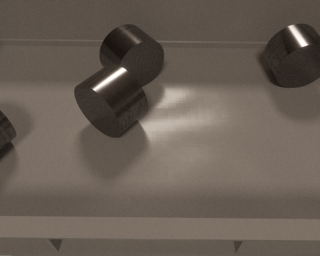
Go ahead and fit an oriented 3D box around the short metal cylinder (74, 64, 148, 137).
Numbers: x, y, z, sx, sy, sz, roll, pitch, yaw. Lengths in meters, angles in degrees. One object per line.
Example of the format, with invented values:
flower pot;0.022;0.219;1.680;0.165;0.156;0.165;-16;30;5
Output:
short metal cylinder;-0.063;-0.035;0.398;0.080;0.080;0.050;32;57;23

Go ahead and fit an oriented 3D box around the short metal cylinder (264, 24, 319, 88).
short metal cylinder;0.204;-0.106;0.461;0.081;0.080;0.050;-5;51;-5

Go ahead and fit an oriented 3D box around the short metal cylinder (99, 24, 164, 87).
short metal cylinder;-0.041;-0.104;0.456;0.081;0.080;0.050;-30;57;-23

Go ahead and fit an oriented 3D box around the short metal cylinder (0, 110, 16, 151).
short metal cylinder;-0.221;0.001;0.366;0.080;0.080;0.050;23;54;18
